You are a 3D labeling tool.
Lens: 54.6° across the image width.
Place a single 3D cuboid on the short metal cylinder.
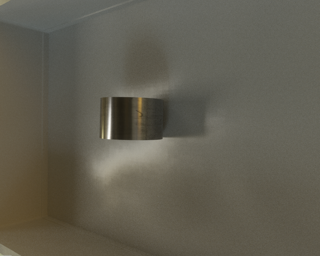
[{"bbox_3d":[-0.036,-0.012,0.398,0.080,0.081,0.050,3,92,40],"label":"short metal cylinder"}]
